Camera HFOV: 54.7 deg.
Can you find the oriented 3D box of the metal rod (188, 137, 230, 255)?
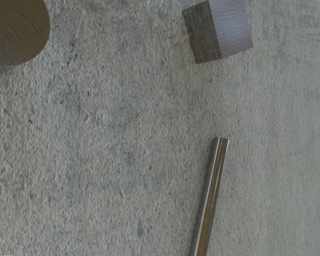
[{"bbox_3d":[0.061,0.160,0.455,0.025,0.025,0.299,23,76,-38],"label":"metal rod"}]

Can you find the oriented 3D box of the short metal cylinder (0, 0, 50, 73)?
[{"bbox_3d":[-0.144,-0.090,0.267,0.081,0.050,0.080,0,90,-40],"label":"short metal cylinder"}]

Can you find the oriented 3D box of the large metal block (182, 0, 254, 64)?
[{"bbox_3d":[0.088,-0.147,0.461,0.081,0.050,0.080,-27,107,-37],"label":"large metal block"}]
